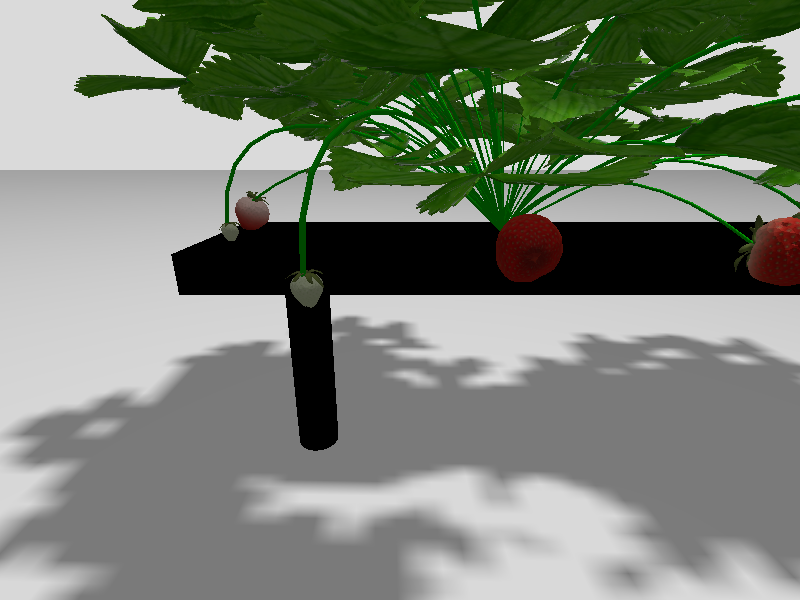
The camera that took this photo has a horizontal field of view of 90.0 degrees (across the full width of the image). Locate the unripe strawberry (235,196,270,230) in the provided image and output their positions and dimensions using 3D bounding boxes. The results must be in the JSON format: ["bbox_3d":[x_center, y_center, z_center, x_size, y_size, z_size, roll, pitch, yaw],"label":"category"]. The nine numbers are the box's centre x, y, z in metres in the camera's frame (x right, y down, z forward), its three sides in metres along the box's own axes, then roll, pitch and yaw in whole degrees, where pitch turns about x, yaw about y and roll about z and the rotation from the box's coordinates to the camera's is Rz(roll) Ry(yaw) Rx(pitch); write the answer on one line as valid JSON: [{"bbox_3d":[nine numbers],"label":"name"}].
[{"bbox_3d":[-0.137,-0.078,0.369,0.030,0.031,0.029,26,20,-3],"label":"unripe strawberry"}]

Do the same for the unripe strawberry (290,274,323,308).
[{"bbox_3d":[-0.037,-0.004,0.160,0.013,0.014,0.014,12,23,31],"label":"unripe strawberry"}]

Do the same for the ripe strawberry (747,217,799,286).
[{"bbox_3d":[0.192,-0.022,0.196,0.030,0.034,0.032,-12,29,-31],"label":"ripe strawberry"}]

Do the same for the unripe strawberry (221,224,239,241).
[{"bbox_3d":[-0.104,-0.041,0.245,0.010,0.011,0.011,-10,22,-27],"label":"unripe strawberry"}]

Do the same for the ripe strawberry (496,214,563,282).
[{"bbox_3d":[0.067,-0.026,0.208,0.034,0.036,0.037,3,20,8],"label":"ripe strawberry"}]
